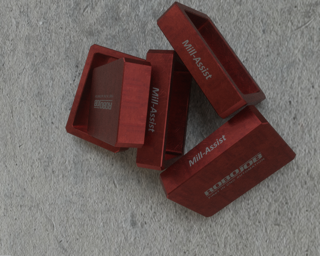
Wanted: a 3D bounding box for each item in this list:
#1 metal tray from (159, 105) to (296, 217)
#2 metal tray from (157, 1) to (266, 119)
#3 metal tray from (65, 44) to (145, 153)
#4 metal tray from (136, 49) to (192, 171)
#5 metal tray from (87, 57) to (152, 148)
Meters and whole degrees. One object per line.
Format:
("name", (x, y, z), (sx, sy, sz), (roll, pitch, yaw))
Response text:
("metal tray", (0.076, 0.043, 0.348), (0.130, 0.090, 0.030), (-40, 43, 15))
("metal tray", (0.061, -0.076, 0.351), (0.030, 0.091, 0.130), (-38, 78, 30))
("metal tray", (-0.070, -0.041, 0.431), (0.090, 0.030, 0.129), (21, 97, 18))
("metal tray", (0.009, -0.020, 0.372), (0.030, 0.090, 0.129), (7, 93, 20))
("metal tray", (-0.053, -0.030, 0.368), (0.130, 0.030, 0.089), (11, 95, 64))
